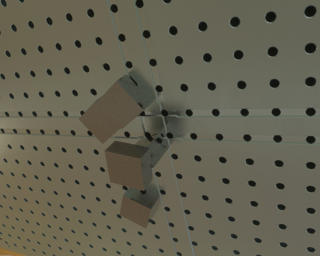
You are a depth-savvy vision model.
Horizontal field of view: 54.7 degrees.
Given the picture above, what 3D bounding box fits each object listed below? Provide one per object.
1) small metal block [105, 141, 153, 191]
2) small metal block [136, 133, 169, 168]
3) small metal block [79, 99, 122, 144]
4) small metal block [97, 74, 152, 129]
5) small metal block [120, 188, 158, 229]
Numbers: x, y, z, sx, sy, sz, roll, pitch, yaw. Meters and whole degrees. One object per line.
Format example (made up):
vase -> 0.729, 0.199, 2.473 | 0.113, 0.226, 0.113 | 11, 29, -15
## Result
small metal block -> -0.039, 0.048, 0.395 | 0.050, 0.025, 0.050 | 10, 122, 23
small metal block -> -0.022, 0.037, 0.428 | 0.050, 0.050, 0.025 | -27, 104, 37
small metal block -> -0.080, -0.012, 0.444 | 0.050, 0.025, 0.050 | 47, 129, -6
small metal block -> -0.048, -0.034, 0.414 | 0.050, 0.025, 0.050 | 48, 128, -6
small metal block -> -0.036, 0.130, 0.509 | 0.050, 0.025, 0.050 | 23, 127, 13
